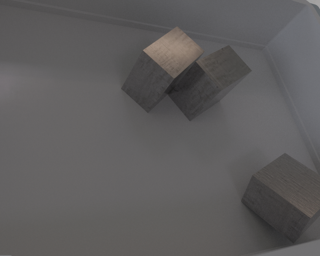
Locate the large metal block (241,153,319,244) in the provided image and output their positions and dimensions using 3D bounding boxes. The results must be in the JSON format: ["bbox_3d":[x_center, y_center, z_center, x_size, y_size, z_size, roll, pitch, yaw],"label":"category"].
[{"bbox_3d":[0.170,0.088,0.407,0.081,0.050,0.080,-22,47,-36],"label":"large metal block"}]

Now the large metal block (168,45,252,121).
[{"bbox_3d":[0.071,-0.065,0.448,0.081,0.080,0.050,-33,80,-38],"label":"large metal block"}]

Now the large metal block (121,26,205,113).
[{"bbox_3d":[0.003,-0.078,0.420,0.050,0.080,0.080,43,51,1],"label":"large metal block"}]
